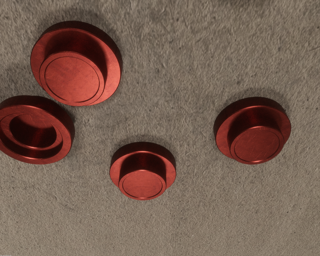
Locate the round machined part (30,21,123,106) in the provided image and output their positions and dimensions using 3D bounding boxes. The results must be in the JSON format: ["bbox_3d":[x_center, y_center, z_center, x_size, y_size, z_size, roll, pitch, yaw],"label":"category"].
[{"bbox_3d":[-0.092,-0.063,0.341,0.099,0.042,0.097,-1,130,0],"label":"round machined part"}]

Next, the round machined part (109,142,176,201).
[{"bbox_3d":[-0.025,0.069,0.455,0.099,0.042,0.097,-1,130,0],"label":"round machined part"}]

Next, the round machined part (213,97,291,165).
[{"bbox_3d":[0.122,0.010,0.407,0.099,0.042,0.097,-1,130,0],"label":"round machined part"}]

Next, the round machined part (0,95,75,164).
[{"bbox_3d":[-0.157,-0.002,0.392,0.099,0.042,0.097,-1,130,0],"label":"round machined part"}]
